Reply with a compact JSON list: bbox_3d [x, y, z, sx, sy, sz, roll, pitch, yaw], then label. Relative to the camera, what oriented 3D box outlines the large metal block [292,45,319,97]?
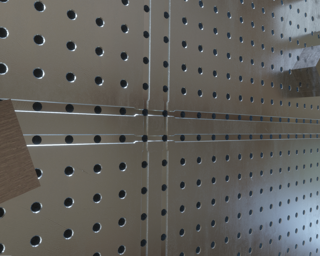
[{"bbox_3d":[0.344,-0.126,0.686,0.080,0.050,0.080,-52,121,-27],"label":"large metal block"}]

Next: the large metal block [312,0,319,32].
[{"bbox_3d":[0.406,-0.271,0.718,0.050,0.080,0.079,-13,99,-40],"label":"large metal block"}]

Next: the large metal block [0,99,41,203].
[{"bbox_3d":[-0.160,0.026,0.259,0.081,0.050,0.079,-23,105,-38],"label":"large metal block"}]
